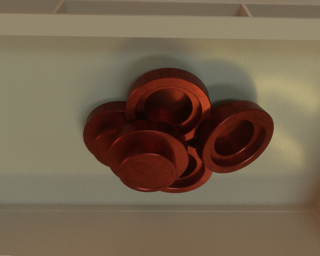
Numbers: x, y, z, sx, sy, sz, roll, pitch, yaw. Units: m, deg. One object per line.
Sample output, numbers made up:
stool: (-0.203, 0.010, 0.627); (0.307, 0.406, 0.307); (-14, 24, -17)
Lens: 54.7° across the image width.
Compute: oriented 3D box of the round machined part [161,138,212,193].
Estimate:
round machined part: (0.022, 0.045, 0.434); (0.099, 0.042, 0.097); (-1, 130, 0)

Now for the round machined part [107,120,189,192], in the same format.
round machined part: (-0.014, 0.040, 0.373); (0.099, 0.042, 0.097); (-1, 130, 0)

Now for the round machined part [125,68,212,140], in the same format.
round machined part: (0.010, -0.030, 0.371); (0.099, 0.042, 0.097); (-1, 130, 0)

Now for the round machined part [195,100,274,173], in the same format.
round machined part: (0.088, 0.007, 0.389); (0.099, 0.042, 0.097); (-13, 129, -16)

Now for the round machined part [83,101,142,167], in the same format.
round machined part: (-0.051, 0.016, 0.407); (0.099, 0.042, 0.097); (-1, 130, 0)
